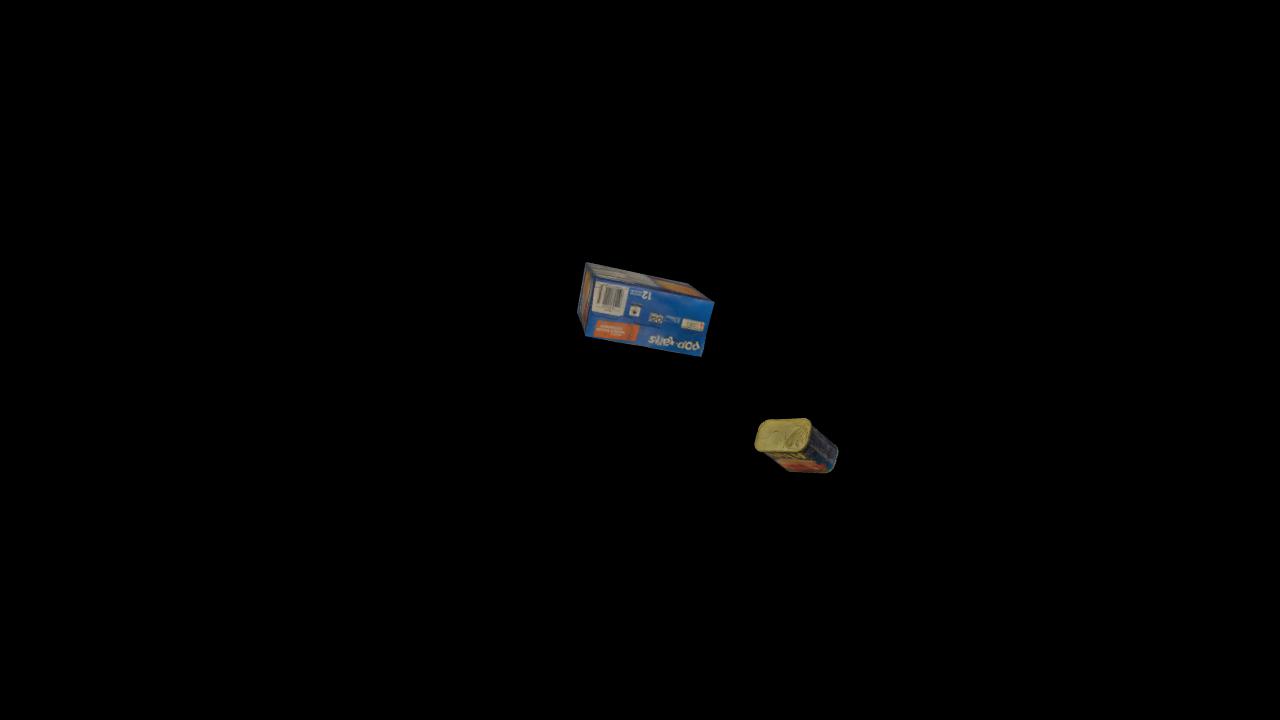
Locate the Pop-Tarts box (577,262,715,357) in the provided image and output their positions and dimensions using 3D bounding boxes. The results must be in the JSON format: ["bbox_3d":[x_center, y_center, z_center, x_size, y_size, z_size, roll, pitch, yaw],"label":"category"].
[{"bbox_3d":[0.002,-0.074,0.879,0.167,0.083,0.141,10,16,-14],"label":"Pop-Tarts box"}]

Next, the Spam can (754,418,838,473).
[{"bbox_3d":[0.248,0.137,0.975,0.085,0.058,0.101,37,-27,-31],"label":"Spam can"}]
